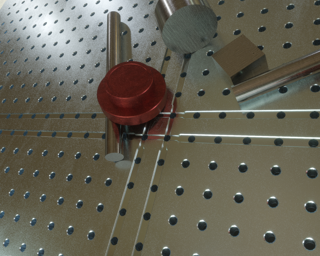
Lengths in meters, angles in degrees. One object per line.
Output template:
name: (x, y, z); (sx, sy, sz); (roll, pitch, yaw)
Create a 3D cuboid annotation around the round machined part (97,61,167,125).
round machined part: (-0.041, -0.056, 0.435); (0.099, 0.042, 0.098); (-3, 57, 5)

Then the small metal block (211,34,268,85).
small metal block: (0.104, -0.088, 0.408); (0.050, 0.025, 0.050); (-34, 51, 6)

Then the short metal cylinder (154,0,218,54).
short metal cylinder: (0.037, -0.156, 0.449); (0.080, 0.080, 0.050); (-26, 53, 12)

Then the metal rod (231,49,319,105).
metal rod: (0.228, -0.095, 0.346); (0.301, 0.025, 0.025); (-22, 54, 14)

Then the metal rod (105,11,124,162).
metal rod: (-0.074, -0.085, 0.499); (0.025, 0.025, 0.299); (-18, 54, 18)
